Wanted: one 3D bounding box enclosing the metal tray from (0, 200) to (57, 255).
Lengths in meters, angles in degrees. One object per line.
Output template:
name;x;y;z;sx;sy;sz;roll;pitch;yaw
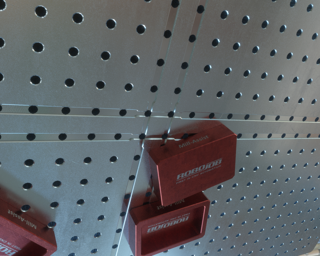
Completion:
metal tray;-0.206;0.142;0.382;0.090;0.030;0.130;-38;129;-2

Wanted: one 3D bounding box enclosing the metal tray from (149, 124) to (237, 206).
metal tray;0.053;0.056;0.471;0.131;0.030;0.089;-19;126;-18

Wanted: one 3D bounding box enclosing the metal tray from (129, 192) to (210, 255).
metal tray;0.016;0.159;0.513;0.131;0.030;0.089;-11;123;-22
